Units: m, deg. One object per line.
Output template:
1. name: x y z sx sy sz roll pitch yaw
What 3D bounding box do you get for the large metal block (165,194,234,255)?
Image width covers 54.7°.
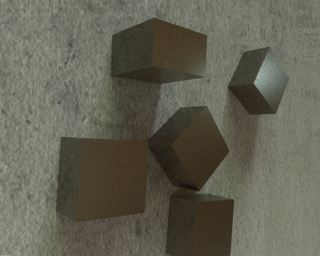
1. large metal block: 0.058 0.139 0.440 0.081 0.050 0.080 8 85 -40

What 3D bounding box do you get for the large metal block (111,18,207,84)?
1. large metal block: -0.002 -0.086 0.369 0.081 0.080 0.050 2 89 -40

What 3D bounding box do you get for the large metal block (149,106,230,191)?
1. large metal block: 0.040 0.026 0.425 0.080 0.050 0.080 -46 118 -30

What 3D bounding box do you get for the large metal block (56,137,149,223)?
1. large metal block: -0.062 0.052 0.338 0.081 0.050 0.080 5 87 -40

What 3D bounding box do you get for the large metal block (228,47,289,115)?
1. large metal block: 0.172 -0.079 0.536 0.080 0.050 0.080 43 64 -32
